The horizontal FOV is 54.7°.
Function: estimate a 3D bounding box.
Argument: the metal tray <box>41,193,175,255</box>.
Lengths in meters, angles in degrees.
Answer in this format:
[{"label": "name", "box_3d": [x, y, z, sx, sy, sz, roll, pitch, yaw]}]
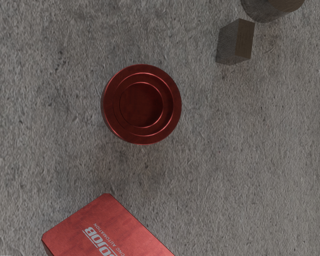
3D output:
[{"label": "metal tray", "box_3d": [-0.052, 0.138, 0.329, 0.091, 0.130, 0.030, -31, 141, -34]}]

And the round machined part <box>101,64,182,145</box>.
[{"label": "round machined part", "box_3d": [-0.026, -0.028, 0.391, 0.099, 0.042, 0.097, 0, 90, -20]}]

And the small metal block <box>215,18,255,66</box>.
[{"label": "small metal block", "box_3d": [0.104, -0.119, 0.434, 0.025, 0.050, 0.050, 9, 87, -20]}]

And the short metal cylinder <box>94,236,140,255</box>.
[{"label": "short metal cylinder", "box_3d": [-0.053, 0.169, 0.361, 0.050, 0.080, 0.080, 16, 85, -20]}]

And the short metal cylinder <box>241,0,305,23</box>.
[{"label": "short metal cylinder", "box_3d": [0.167, -0.202, 0.457, 0.081, 0.050, 0.080, 0, 90, -20]}]
